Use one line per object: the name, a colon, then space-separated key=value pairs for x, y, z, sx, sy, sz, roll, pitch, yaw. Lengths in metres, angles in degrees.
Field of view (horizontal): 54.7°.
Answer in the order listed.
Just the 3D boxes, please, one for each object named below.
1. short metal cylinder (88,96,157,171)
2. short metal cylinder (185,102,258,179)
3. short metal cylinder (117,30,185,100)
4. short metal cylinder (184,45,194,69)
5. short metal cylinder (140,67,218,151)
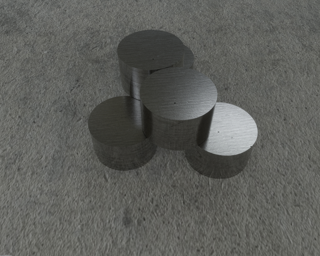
short metal cylinder: x=-0.044 y=0.006 z=0.383 sx=0.080 sy=0.050 sz=0.080 roll=0 pitch=50 yaw=0
short metal cylinder: x=0.072 y=0.015 z=0.376 sx=0.080 sy=0.050 sz=0.080 roll=0 pitch=50 yaw=0
short metal cylinder: x=-0.011 y=-0.079 z=0.389 sx=0.080 sy=0.050 sz=0.080 roll=0 pitch=50 yaw=0
short metal cylinder: x=0.009 y=-0.085 z=0.460 sx=0.080 sy=0.050 sz=0.080 roll=0 pitch=50 yaw=0
short metal cylinder: x=0.019 y=-0.022 z=0.341 sx=0.081 sy=0.050 sz=0.080 roll=1 pitch=50 yaw=0
